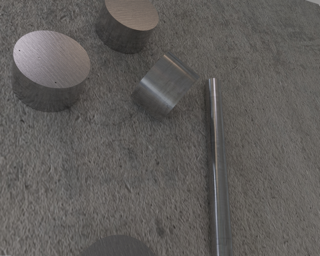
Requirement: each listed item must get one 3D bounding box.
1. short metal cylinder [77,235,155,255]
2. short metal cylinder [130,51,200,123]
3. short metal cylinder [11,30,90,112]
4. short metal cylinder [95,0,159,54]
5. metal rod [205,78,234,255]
[{"bbox_3d":[-0.044,0.142,0.277,0.081,0.050,0.080,14,56,-21],"label":"short metal cylinder"},{"bbox_3d":[0.007,-0.053,0.404,0.050,0.080,0.080,41,51,-1],"label":"short metal cylinder"},{"bbox_3d":[-0.127,-0.065,0.359,0.081,0.050,0.080,14,56,-21],"label":"short metal cylinder"},{"bbox_3d":[-0.049,-0.157,0.457,0.081,0.050,0.080,14,56,-21],"label":"short metal cylinder"},{"bbox_3d":[0.077,0.055,0.411,0.025,0.025,0.300,16,55,-19],"label":"metal rod"}]
